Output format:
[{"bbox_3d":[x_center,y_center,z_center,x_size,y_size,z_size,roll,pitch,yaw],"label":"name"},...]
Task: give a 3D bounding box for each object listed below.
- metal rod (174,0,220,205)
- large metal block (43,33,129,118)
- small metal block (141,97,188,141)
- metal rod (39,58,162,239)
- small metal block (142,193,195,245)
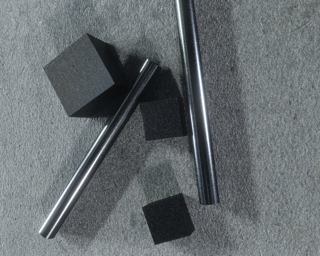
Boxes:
[{"bbox_3d":[0.044,-0.055,0.392,0.025,0.025,0.298,-8,87,19],"label":"metal rod"},{"bbox_3d":[-0.100,-0.069,0.430,0.080,0.050,0.080,-33,80,16],"label":"large metal block"},{"bbox_3d":[0.006,-0.011,0.406,0.050,0.025,0.050,-8,87,19],"label":"small metal block"},{"bbox_3d":[-0.089,0.036,0.438,0.025,0.025,0.299,37,101,16],"label":"metal rod"},{"bbox_3d":[0.011,0.118,0.404,0.050,0.025,0.050,-22,83,18],"label":"small metal block"}]
